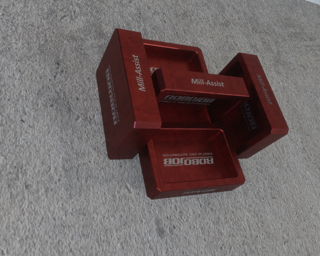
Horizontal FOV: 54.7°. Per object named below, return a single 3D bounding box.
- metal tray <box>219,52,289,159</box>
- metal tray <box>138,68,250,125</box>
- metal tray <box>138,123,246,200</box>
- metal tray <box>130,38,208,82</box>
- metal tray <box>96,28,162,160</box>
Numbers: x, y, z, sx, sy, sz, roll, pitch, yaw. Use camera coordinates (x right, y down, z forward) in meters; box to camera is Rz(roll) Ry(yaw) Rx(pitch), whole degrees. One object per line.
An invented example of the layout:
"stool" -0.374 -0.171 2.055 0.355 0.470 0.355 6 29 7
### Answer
"metal tray" 0.120 -0.031 0.447 0.030 0.090 0.130 1 61 -28
"metal tray" 0.039 -0.034 0.407 0.131 0.090 0.030 1 63 -28
"metal tray" 0.039 0.039 0.401 0.131 0.030 0.090 1 60 -28
"metal tray" 0.010 -0.082 0.457 0.131 0.030 0.090 0 65 -28
"metal tray" -0.042 -0.038 0.364 0.030 0.090 0.130 1 62 -28
